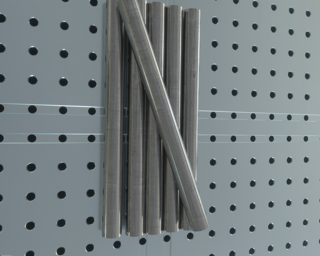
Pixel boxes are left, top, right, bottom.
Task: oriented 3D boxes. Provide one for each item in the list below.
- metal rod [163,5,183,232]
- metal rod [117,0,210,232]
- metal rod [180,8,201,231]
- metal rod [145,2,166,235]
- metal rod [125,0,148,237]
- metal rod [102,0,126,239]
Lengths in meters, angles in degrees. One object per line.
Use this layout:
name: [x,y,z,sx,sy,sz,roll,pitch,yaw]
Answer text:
metal rod: [0.016,-0.012,0.419,0.025,0.025,0.298,1,90,-20]
metal rod: [0.007,-0.012,0.388,0.025,0.025,0.299,-20,97,-19]
metal rod: [0.041,-0.012,0.428,0.025,0.025,0.298,1,90,-20]
metal rod: [-0.007,-0.013,0.409,0.025,0.025,0.298,1,90,-20]
metal rod: [-0.030,-0.013,0.400,0.025,0.025,0.298,1,90,-20]
metal rod: [-0.058,-0.015,0.390,0.025,0.025,0.298,1,90,-20]
